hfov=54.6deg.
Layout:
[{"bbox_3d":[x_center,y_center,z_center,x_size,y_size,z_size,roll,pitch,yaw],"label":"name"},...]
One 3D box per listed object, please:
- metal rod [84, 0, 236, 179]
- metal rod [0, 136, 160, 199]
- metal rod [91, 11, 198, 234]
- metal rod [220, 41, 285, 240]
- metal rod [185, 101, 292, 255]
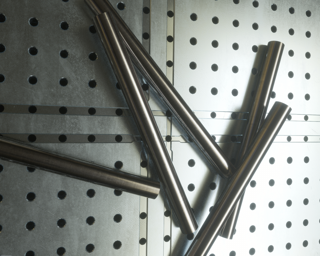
[{"bbox_3d":[0.007,-0.049,0.414,0.025,0.025,0.300,-42,103,-15],"label":"metal rod"},{"bbox_3d":[-0.140,0.035,0.360,0.302,0.025,0.025,19,84,-19],"label":"metal rod"},{"bbox_3d":[-0.014,0.003,0.396,0.025,0.025,0.299,-26,103,-18],"label":"metal rod"},{"bbox_3d":[0.135,0.013,0.462,0.025,0.025,0.299,19,84,-19],"label":"metal rod"},{"bbox_3d":[0.096,0.097,0.428,0.025,0.025,0.299,32,87,-17],"label":"metal rod"}]
